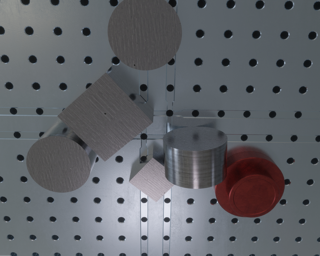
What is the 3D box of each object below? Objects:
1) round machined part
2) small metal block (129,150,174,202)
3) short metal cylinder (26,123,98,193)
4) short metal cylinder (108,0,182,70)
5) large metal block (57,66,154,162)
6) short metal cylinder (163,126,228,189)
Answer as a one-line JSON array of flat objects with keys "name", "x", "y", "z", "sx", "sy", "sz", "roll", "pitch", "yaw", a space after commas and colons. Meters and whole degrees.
[{"name": "round machined part", "x": 0.127, "y": 0.086, "z": 0.437, "sx": 0.099, "sy": 0.042, "sz": 0.097, "roll": 0, "pitch": 110, "yaw": 0}, {"name": "small metal block", "x": -0.007, "y": 0.068, "z": 0.438, "sx": 0.050, "sy": 0.025, "sz": 0.050, "roll": 40, "pitch": 105, "yaw": -14}, {"name": "short metal cylinder", "x": -0.127, "y": 0.038, "z": 0.413, "sx": 0.081, "sy": 0.050, "sz": 0.079, "roll": 0, "pitch": 110, "yaw": 0}, {"name": "short metal cylinder", "x": -0.016, "y": -0.111, "z": 0.359, "sx": 0.081, "sy": 0.050, "sz": 0.079, "roll": 0, "pitch": 110, "yaw": 0}, {"name": "large metal block", "x": -0.065, "y": -0.019, "z": 0.392, "sx": 0.080, "sy": 0.050, "sz": 0.080, "roll": -39, "pitch": 106, "yaw": 13}, {"name": "short metal cylinder", "x": 0.045, "y": 0.035, "z": 0.397, "sx": 0.080, "sy": 0.080, "sz": 0.050, "roll": -3, "pitch": 110, "yaw": 1}]
